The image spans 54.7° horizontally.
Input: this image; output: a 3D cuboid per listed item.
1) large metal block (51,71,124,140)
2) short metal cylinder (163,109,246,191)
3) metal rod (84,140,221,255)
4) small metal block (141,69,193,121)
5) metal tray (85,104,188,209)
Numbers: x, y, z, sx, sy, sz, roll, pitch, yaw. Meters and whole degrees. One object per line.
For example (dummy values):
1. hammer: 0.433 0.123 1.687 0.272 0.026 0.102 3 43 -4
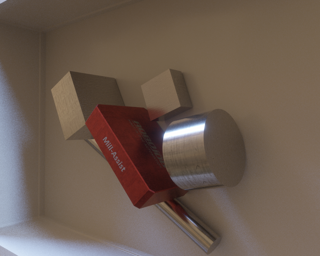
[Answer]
1. large metal block: -0.099 -0.030 0.448 0.050 0.081 0.080 -33 70 35
2. short metal cylinder: 0.048 0.024 0.328 0.050 0.081 0.080 -15 81 40
3. metal rod: -0.040 0.062 0.436 0.300 0.025 0.025 35 112 34
4. small metal block: 0.008 -0.041 0.395 0.050 0.025 0.050 -25 75 37
5. metal tray: -0.022 0.028 0.378 0.030 0.091 0.130 -51 61 27
